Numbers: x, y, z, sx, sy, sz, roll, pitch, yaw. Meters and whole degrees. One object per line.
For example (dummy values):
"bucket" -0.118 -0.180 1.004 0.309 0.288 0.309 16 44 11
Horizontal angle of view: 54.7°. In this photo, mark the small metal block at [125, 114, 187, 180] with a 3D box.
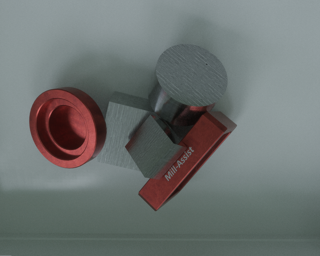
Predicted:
"small metal block" -0.006 0.022 0.349 0.025 0.050 0.050 20 114 -49

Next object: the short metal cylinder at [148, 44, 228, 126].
"short metal cylinder" 0.030 -0.048 0.356 0.080 0.080 0.050 15 153 -6

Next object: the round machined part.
"round machined part" -0.109 -0.003 0.386 0.098 0.042 0.097 6 106 21

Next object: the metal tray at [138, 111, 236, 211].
"metal tray" 0.037 0.038 0.388 0.030 0.090 0.129 42 106 14

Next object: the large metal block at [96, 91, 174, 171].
"large metal block" -0.030 0.006 0.398 0.081 0.050 0.079 14 109 -6
